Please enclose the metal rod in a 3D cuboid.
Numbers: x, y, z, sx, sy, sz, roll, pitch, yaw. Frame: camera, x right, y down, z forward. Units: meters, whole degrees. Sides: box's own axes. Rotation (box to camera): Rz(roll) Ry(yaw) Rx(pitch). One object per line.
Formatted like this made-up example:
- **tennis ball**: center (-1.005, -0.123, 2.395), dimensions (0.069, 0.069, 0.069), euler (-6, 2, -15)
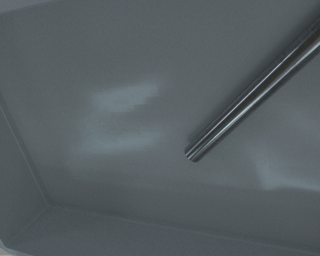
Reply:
- **metal rod**: center (0.118, -0.054, 0.312), dimensions (0.025, 0.025, 0.298), euler (41, 129, 0)
